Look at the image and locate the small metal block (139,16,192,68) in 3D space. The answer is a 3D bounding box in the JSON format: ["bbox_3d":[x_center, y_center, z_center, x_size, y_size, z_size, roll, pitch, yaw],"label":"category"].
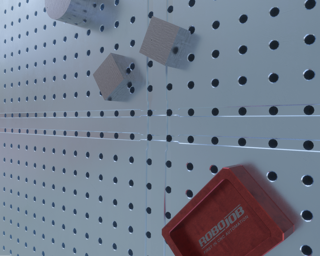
[{"bbox_3d":[0.006,-0.112,0.405,0.050,0.025,0.050,35,111,34],"label":"small metal block"}]

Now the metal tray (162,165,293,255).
[{"bbox_3d":[0.068,0.116,0.349,0.129,0.030,0.090,-52,60,27],"label":"metal tray"}]

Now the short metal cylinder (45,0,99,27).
[{"bbox_3d":[-0.147,-0.215,0.515,0.080,0.050,0.080,0,90,40],"label":"short metal cylinder"}]

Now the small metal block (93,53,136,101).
[{"bbox_3d":[-0.069,-0.076,0.467,0.050,0.025,0.050,-41,65,32],"label":"small metal block"}]
